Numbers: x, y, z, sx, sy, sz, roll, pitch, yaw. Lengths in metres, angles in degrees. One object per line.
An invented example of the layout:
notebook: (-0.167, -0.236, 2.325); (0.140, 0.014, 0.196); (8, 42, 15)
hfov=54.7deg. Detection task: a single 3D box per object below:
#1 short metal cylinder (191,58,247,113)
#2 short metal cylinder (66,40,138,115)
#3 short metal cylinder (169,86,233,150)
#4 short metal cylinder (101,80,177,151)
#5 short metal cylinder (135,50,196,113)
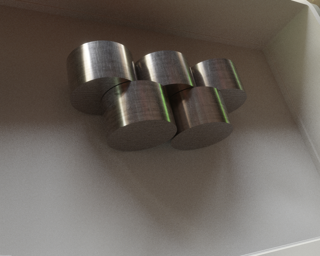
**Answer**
short metal cylinder: (0.077, -0.054, 0.442); (0.081, 0.080, 0.050); (2, 61, -28)
short metal cylinder: (-0.067, -0.057, 0.367); (0.081, 0.080, 0.050); (1, 62, -28)
short metal cylinder: (0.048, -0.010, 0.400); (0.081, 0.080, 0.050); (1, 62, -28)
short metal cylinder: (-0.025, -0.012, 0.362); (0.081, 0.080, 0.050); (1, 62, -28)
short metal cylinder: (0.005, -0.055, 0.404); (0.081, 0.080, 0.050); (1, 62, -28)
